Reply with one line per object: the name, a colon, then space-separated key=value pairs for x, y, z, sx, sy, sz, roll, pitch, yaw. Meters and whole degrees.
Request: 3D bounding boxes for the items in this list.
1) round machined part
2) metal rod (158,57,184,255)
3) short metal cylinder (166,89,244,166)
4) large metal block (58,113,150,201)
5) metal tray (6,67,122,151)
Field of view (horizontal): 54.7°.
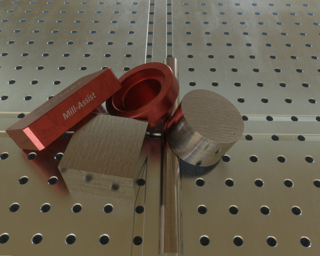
round machined part: x=-0.019 y=-0.038 z=0.412 sx=0.098 sy=0.042 sz=0.098 roll=-17 pitch=46 yaw=19
metal rod: x=0.014 y=0.011 z=0.399 sx=0.025 sy=0.025 sz=0.300 roll=1 pitch=50 yaw=1
short metal cylinder: x=0.053 y=-0.001 z=0.375 sx=0.081 sy=0.050 sz=0.080 roll=13 pitch=48 yaw=-15
large metal block: x=-0.060 y=0.032 z=0.364 sx=0.080 sy=0.050 sz=0.080 roll=8 pitch=51 yaw=6
metal tray: x=-0.121 y=-0.025 z=0.392 sx=0.131 sy=0.030 sz=0.090 roll=-44 pitch=24 yaw=-30
